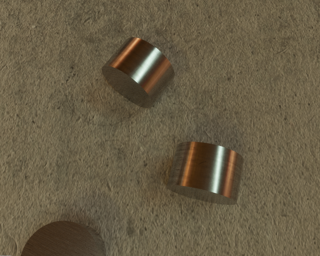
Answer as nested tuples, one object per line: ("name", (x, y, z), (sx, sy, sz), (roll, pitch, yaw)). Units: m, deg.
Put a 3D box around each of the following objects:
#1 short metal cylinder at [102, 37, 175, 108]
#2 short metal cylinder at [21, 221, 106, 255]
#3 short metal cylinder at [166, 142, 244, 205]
("short metal cylinder", (-0.028, -0.071, 0.404), (0.080, 0.080, 0.050), (33, 74, 11))
("short metal cylinder", (-0.104, 0.145, 0.341), (0.081, 0.050, 0.080), (0, 70, 0))
("short metal cylinder", (0.053, 0.054, 0.359), (0.080, 0.080, 0.050), (13, 71, 5))
